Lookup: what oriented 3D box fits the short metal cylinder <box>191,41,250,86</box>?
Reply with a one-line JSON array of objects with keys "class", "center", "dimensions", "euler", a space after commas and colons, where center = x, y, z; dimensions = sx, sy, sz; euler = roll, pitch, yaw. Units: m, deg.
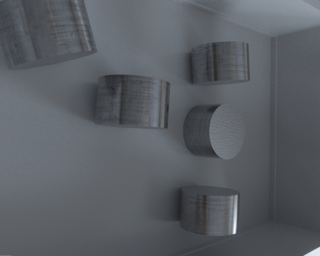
[{"class": "short metal cylinder", "center": [0.086, -0.090, 0.442], "dimensions": [0.081, 0.080, 0.050], "euler": [-6, 94, -40]}]

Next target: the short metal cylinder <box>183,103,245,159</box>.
[{"class": "short metal cylinder", "center": [0.081, 0.004, 0.458], "dimensions": [0.081, 0.050, 0.080], "euler": [0, 90, -40]}]

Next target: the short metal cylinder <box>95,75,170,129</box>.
[{"class": "short metal cylinder", "center": [-0.030, -0.026, 0.345], "dimensions": [0.081, 0.080, 0.050], "euler": [6, 87, -40]}]

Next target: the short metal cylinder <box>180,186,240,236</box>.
[{"class": "short metal cylinder", "center": [0.068, 0.111, 0.428], "dimensions": [0.081, 0.080, 0.050], "euler": [4, 88, -40]}]

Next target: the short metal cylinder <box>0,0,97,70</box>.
[{"class": "short metal cylinder", "center": [-0.104, -0.087, 0.284], "dimensions": [0.081, 0.080, 0.050], "euler": [-22, 104, -38]}]
